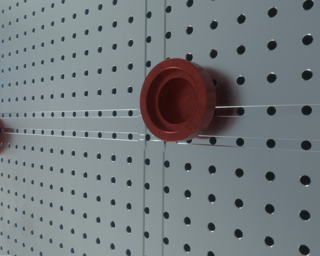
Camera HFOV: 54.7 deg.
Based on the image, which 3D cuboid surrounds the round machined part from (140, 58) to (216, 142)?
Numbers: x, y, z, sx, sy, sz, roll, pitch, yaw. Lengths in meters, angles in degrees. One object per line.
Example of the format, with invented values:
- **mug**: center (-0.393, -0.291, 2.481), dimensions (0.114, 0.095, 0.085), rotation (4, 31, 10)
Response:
- **round machined part**: center (0.025, -0.033, 0.376), dimensions (0.098, 0.042, 0.097), rotation (0, 90, 39)
